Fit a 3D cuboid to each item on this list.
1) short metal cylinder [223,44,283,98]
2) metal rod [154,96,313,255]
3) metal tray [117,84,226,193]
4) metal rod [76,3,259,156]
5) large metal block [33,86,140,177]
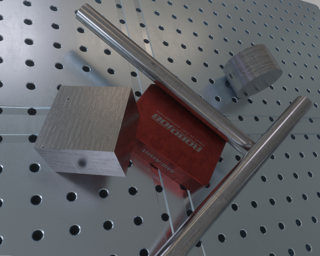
[{"bbox_3d":[0.152,-0.092,0.511,0.081,0.080,0.050,-12,68,-33],"label":"short metal cylinder"},{"bbox_3d":[0.096,0.058,0.372,0.301,0.025,0.025,-42,86,-23],"label":"metal rod"},{"bbox_3d":[0.017,0.011,0.407,0.130,0.030,0.090,36,51,-4],"label":"metal tray"},{"bbox_3d":[0.014,-0.058,0.412,0.300,0.025,0.025,39,51,-2],"label":"metal rod"},{"bbox_3d":[-0.072,0.002,0.330,0.080,0.050,0.080,3,55,11],"label":"large metal block"}]
